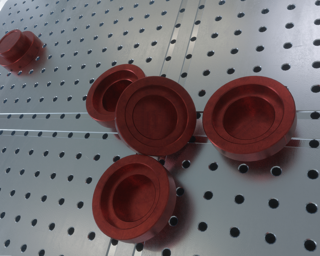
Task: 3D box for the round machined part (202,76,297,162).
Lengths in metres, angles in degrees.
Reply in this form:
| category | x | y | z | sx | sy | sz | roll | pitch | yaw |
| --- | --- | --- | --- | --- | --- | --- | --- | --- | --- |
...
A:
| category | x | y | z | sx | sy | sz | roll | pitch | yaw |
| --- | --- | --- | --- | --- | --- | --- | --- | --- | --- |
| round machined part | 0.101 | -0.007 | 0.349 | 0.098 | 0.042 | 0.098 | -13 | 56 | 21 |

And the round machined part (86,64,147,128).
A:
| category | x | y | z | sx | sy | sz | roll | pitch | yaw |
| --- | --- | --- | --- | --- | --- | --- | --- | --- | --- |
| round machined part | -0.055 | -0.042 | 0.454 | 0.098 | 0.042 | 0.098 | -13 | 56 | 21 |

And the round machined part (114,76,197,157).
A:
| category | x | y | z | sx | sy | sz | roll | pitch | yaw |
| --- | --- | --- | --- | --- | --- | --- | --- | --- | --- |
| round machined part | -0.008 | -0.012 | 0.388 | 0.099 | 0.042 | 0.098 | 2 | 81 | -12 |

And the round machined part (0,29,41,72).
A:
| category | x | y | z | sx | sy | sz | roll | pitch | yaw |
| --- | --- | --- | --- | --- | --- | --- | --- | --- | --- |
| round machined part | -0.312 | -0.174 | 0.670 | 0.098 | 0.042 | 0.098 | -13 | 56 | 21 |

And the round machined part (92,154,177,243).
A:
| category | x | y | z | sx | sy | sz | roll | pitch | yaw |
| --- | --- | --- | --- | --- | --- | --- | --- | --- | --- |
| round machined part | -0.026 | 0.083 | 0.361 | 0.098 | 0.042 | 0.098 | -13 | 56 | 21 |
